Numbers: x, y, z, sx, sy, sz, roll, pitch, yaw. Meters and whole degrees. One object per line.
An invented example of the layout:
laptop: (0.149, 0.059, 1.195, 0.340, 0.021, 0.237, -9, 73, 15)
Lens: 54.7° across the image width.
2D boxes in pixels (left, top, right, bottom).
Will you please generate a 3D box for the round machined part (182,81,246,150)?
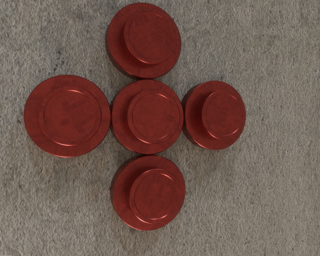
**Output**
round machined part: (0.079, -0.018, 0.432, 0.099, 0.042, 0.097, 0, 90, -21)

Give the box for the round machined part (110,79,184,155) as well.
round machined part: (-0.013, -0.014, 0.397, 0.099, 0.042, 0.097, 0, 90, -21)

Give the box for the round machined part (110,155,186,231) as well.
round machined part: (-0.011, 0.084, 0.398, 0.099, 0.042, 0.097, 0, 90, -21)

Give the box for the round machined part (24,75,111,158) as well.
round machined part: (-0.106, -0.014, 0.363, 0.099, 0.042, 0.097, 0, 90, -21)

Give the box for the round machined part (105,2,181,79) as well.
round machined part: (-0.017, -0.112, 0.396, 0.099, 0.042, 0.097, 0, 90, -21)
